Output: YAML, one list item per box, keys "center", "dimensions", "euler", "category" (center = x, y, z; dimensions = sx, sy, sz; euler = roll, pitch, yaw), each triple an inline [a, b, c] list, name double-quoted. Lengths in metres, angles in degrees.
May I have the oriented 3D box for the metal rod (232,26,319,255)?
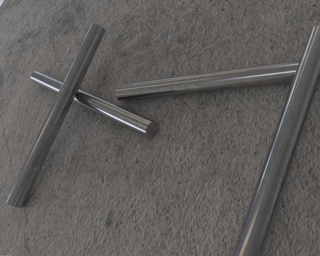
- center: [0.118, 0.030, 0.305]
  dimensions: [0.025, 0.025, 0.299]
  euler: [15, 75, 34]
  category: "metal rod"

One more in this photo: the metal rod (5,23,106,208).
- center: [-0.155, -0.026, 0.474]
  dimensions: [0.025, 0.025, 0.299]
  euler: [15, 77, 34]
  category: "metal rod"

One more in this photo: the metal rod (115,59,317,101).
- center: [0.074, -0.061, 0.402]
  dimensions: [0.300, 0.025, 0.025]
  euler: [-3, 60, 26]
  category: "metal rod"

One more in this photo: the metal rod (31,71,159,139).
- center: [-0.121, -0.046, 0.495]
  dimensions: [0.300, 0.025, 0.025]
  euler: [24, 75, 36]
  category: "metal rod"
